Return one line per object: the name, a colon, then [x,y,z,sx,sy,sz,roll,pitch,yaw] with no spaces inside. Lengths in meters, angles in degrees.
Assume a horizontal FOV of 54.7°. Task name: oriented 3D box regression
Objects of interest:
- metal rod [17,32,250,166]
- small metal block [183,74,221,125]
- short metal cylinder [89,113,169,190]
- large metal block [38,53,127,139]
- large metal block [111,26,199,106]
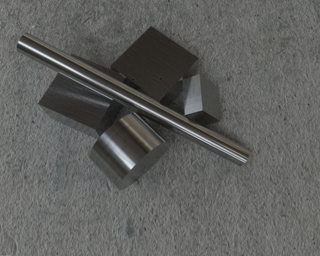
metal rod: [-0.025,-0.030,0.377,0.301,0.025,0.025,27,72,-8]
small metal block: [0.055,-0.036,0.407,0.025,0.050,0.050,-15,66,33]
short metal cylinder: [-0.036,0.028,0.369,0.080,0.080,0.050,-42,76,-14]
large metal block: [-0.096,-0.039,0.410,0.080,0.050,0.080,24,72,8]
large metal block: [-0.006,-0.077,0.421,0.080,0.050,0.080,38,74,12]
